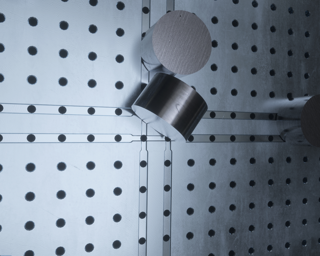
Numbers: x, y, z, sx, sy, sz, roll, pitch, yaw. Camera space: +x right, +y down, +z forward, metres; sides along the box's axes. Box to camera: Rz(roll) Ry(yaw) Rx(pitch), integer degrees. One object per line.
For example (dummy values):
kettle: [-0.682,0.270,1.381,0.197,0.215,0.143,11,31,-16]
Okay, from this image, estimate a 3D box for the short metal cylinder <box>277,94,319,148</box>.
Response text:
short metal cylinder: [0.233,-0.011,0.485,0.081,0.050,0.079,0,90,-20]

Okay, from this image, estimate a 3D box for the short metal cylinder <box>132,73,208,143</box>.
short metal cylinder: [0.012,-0.024,0.388,0.080,0.080,0.050,38,78,-16]

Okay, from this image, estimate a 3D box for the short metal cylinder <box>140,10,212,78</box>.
short metal cylinder: [0.020,-0.106,0.406,0.081,0.050,0.079,0,90,-20]
